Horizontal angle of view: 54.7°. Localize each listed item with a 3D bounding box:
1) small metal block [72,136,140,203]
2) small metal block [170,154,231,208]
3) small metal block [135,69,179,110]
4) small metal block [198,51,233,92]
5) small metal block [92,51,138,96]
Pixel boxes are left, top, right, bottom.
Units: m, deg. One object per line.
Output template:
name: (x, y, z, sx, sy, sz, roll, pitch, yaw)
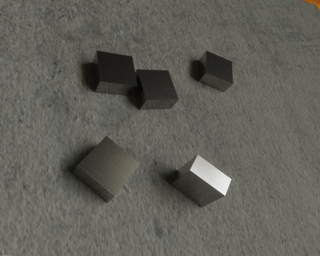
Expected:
small metal block: (-0.059, 0.046, 0.345, 0.050, 0.025, 0.050, 40, 51, -1)
small metal block: (0.049, 0.066, 0.376, 0.050, 0.050, 0.025, 37, 51, -4)
small metal block: (-0.008, -0.054, 0.434, 0.050, 0.025, 0.050, -4, 64, -30)
small metal block: (0.092, -0.093, 0.512, 0.050, 0.025, 0.050, 18, 55, -18)
small metal block: (-0.062, -0.073, 0.416, 0.050, 0.025, 0.050, 3, 60, -27)
